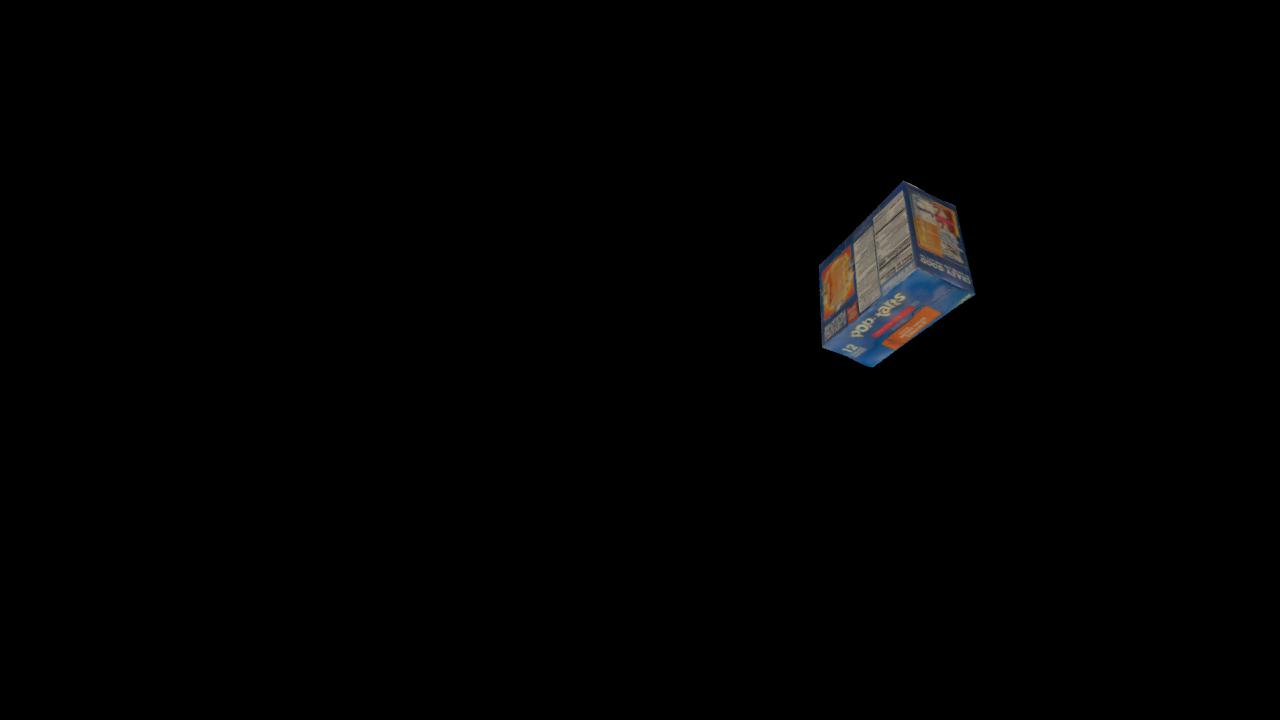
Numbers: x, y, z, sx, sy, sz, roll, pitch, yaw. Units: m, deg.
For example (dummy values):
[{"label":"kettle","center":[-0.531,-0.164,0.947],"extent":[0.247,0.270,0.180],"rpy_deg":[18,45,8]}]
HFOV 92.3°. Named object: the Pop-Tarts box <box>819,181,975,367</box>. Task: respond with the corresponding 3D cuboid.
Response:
[{"label":"Pop-Tarts box","center":[0.299,-0.098,0.742],"extent":[0.083,0.141,0.167],"rpy_deg":[19,-35,-13]}]
